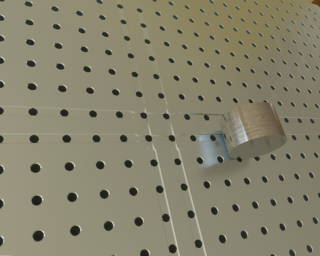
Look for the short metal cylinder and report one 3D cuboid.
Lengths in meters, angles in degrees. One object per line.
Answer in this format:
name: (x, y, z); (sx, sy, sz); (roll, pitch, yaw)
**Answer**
short metal cylinder: (0.130, 0.006, 0.439); (0.081, 0.080, 0.050); (3, 61, -27)
